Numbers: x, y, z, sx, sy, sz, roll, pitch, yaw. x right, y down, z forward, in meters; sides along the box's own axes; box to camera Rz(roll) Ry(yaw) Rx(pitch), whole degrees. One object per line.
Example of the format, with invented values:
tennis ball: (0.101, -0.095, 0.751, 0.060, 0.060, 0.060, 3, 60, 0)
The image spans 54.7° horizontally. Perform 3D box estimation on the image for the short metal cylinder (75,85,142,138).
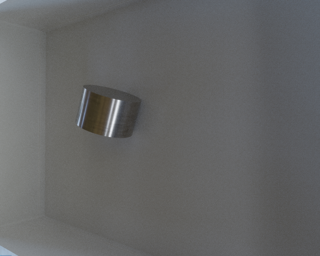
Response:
short metal cylinder: (-0.071, -0.024, 0.427, 0.080, 0.081, 0.050, 26, 106, 36)
